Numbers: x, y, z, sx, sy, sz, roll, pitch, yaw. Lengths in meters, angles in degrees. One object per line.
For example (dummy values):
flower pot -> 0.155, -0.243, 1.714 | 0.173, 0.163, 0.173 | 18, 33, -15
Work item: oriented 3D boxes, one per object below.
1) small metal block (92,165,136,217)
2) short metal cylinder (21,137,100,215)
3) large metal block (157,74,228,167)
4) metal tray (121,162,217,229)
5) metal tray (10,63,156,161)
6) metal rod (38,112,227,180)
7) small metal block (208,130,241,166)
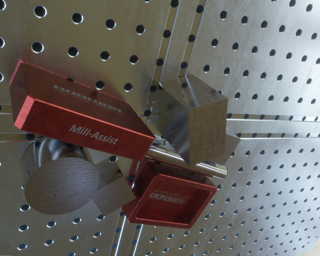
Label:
small metal block -> -0.068, 0.087, 0.429 | 0.050, 0.025, 0.050 | -29, 128, -10
short metal cylinder -> -0.117, 0.054, 0.363 | 0.081, 0.050, 0.079 | -14, 124, -21
large metal block -> 0.039, -0.012, 0.391 | 0.050, 0.080, 0.079 | -17, 126, -19
metal tray -> 0.017, 0.110, 0.484 | 0.131, 0.030, 0.090 | 20, 108, -36
metal tray -> -0.078, -0.015, 0.316 | 0.131, 0.090, 0.030 | 20, 108, -36
metal rod -> -0.013, 0.030, 0.422 | 0.302, 0.025, 0.025 | 21, 107, -36
small metal block -> 0.088, 0.026, 0.475 | 0.050, 0.025, 0.050 | 18, 109, -35
